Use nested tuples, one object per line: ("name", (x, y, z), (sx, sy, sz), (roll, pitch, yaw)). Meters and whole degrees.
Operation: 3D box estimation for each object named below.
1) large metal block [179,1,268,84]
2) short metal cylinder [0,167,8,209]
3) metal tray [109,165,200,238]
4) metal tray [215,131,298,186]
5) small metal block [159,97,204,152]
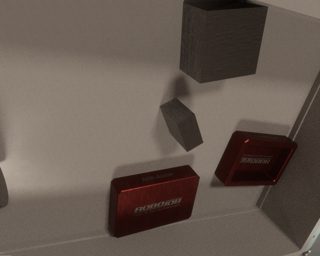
("large metal block", (0.073, -0.105, 0.369), (0.081, 0.050, 0.079), (-13, 124, -22))
("short metal cylinder", (-0.191, 0.050, 0.300), (0.050, 0.080, 0.080), (-22, 127, -15))
("metal tray", (-0.009, 0.110, 0.470), (0.131, 0.030, 0.089), (-7, 122, -25))
("metal tray", (0.167, 0.055, 0.533), (0.131, 0.030, 0.089), (6, 116, -31))
("small metal block", (0.028, -0.005, 0.407), (0.025, 0.050, 0.050), (-30, 129, -10))
